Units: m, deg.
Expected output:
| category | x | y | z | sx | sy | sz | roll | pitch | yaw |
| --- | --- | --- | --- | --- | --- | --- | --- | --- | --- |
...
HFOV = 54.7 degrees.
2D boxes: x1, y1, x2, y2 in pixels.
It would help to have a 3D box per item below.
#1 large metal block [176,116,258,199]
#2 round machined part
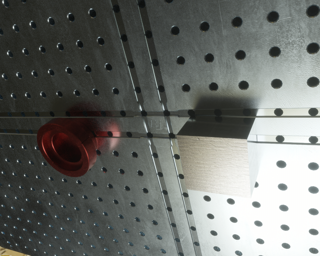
| category | x | y | z | sx | sy | sz | roll | pitch | yaw |
| --- | --- | --- | --- | --- | --- | --- | --- | --- | --- |
| large metal block | 0.073 | 0.033 | 0.377 | 0.080 | 0.050 | 0.080 | 3 | 120 | 27 |
| round machined part | -0.141 | 0.026 | 0.491 | 0.098 | 0.042 | 0.097 | 13 | 124 | 21 |
